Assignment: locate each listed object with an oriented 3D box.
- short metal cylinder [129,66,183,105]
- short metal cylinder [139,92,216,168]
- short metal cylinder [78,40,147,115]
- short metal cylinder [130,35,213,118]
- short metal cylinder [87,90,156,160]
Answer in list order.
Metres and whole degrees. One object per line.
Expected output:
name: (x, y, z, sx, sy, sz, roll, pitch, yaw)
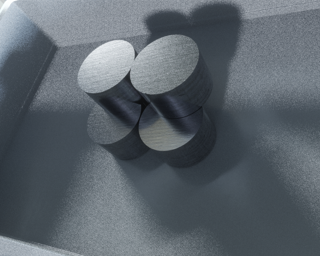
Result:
short metal cylinder: (0.006, -0.062, 0.423, 0.080, 0.050, 0.080, -13, 56, 21)
short metal cylinder: (0.022, 0.002, 0.375, 0.080, 0.050, 0.080, -13, 56, 21)
short metal cylinder: (-0.055, -0.063, 0.391, 0.080, 0.050, 0.080, -13, 56, 21)
short metal cylinder: (0.014, -0.058, 0.350, 0.080, 0.050, 0.080, -13, 56, 21)
short metal cylinder: (-0.049, -0.004, 0.416, 0.080, 0.050, 0.080, -13, 56, 21)
